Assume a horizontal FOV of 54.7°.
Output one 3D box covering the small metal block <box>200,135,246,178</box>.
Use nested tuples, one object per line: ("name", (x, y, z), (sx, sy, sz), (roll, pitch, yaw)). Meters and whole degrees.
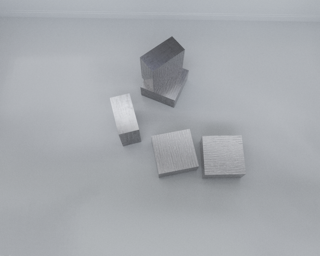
("small metal block", (0.079, 0.037, 0.397), (0.050, 0.025, 0.050), (-1, 70, -1))

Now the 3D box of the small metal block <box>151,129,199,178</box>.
("small metal block", (0.018, 0.033, 0.398), (0.050, 0.025, 0.050), (-11, 70, -4))

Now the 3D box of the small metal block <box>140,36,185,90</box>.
("small metal block", (0.003, -0.082, 0.400), (0.050, 0.050, 0.025), (-36, 74, -12))

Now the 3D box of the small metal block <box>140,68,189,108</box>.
("small metal block", (0.007, -0.063, 0.433), (0.050, 0.025, 0.050), (22, 71, 7))

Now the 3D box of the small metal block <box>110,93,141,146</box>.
("small metal block", (-0.044, -0.009, 0.399), (0.025, 0.050, 0.050), (-14, 71, -5))
